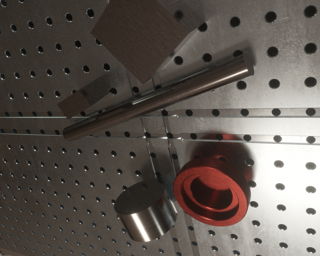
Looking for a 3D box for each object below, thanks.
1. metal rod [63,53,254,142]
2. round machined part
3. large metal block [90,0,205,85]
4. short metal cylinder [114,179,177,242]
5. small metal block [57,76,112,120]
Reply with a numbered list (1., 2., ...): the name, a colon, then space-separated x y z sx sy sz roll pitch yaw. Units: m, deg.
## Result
1. metal rod: -0.025 -0.028 0.405 0.300 0.025 0.025 -18 109 34
2. round machined part: 0.071 0.079 0.411 0.098 0.042 0.097 13 124 20
3. large metal block: -0.014 -0.108 0.334 0.080 0.050 0.080 45 129 -4
4. short metal cylinder: -0.021 0.120 0.460 0.080 0.080 0.050 -10 113 32
5. small metal block: -0.102 -0.041 0.422 0.050 0.050 0.025 -23 106 36
